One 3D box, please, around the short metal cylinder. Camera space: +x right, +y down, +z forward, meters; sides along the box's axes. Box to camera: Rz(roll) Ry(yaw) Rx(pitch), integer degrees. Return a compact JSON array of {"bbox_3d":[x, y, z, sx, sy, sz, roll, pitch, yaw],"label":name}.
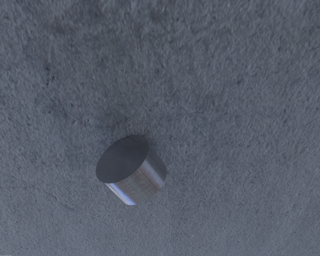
[{"bbox_3d":[-0.038,0.056,0.418,0.080,0.080,0.050,-22,127,17],"label":"short metal cylinder"}]
